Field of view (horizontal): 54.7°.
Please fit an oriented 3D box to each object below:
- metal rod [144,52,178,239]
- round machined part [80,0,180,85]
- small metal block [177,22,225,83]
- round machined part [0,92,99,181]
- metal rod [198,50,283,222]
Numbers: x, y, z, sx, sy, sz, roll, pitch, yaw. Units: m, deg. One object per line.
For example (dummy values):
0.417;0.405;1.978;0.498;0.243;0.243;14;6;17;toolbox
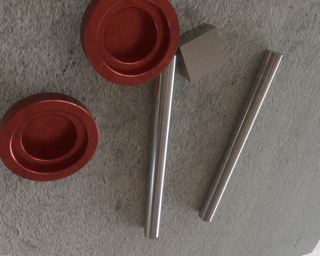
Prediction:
-0.003;0.042;0.431;0.025;0.025;0.298;-10;123;-24;metal rod
-0.033;-0.097;0.318;0.099;0.042;0.097;-14;124;-21;round machined part
0.046;-0.091;0.376;0.050;0.025;0.050;-31;129;-9;small metal block
-0.120;0.006;0.334;0.099;0.042;0.097;-14;124;-21;round machined part
0.119;0.026;0.487;0.025;0.025;0.298;2;117;-30;metal rod
